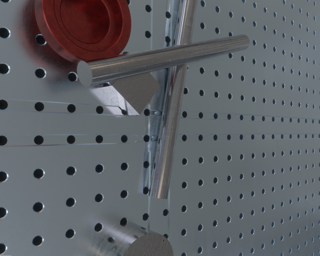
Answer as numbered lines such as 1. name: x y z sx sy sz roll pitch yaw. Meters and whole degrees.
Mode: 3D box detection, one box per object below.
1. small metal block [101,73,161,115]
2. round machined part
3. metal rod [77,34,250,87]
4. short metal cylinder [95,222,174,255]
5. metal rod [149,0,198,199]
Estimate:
1. small metal block: -0.035 -0.051 0.380 0.050 0.025 0.050 48 62 -30
2. round machined part: -0.083 -0.116 0.328 0.099 0.042 0.097 0 90 -40
3. metal rod: 0.031 -0.095 0.397 0.302 0.025 0.025 -23 105 -43
4. short metal cylinder: -0.030 0.159 0.368 0.081 0.050 0.080 0 90 -40
5. metal rod: 0.021 -0.055 0.426 0.025 0.025 0.299 15 80 -39
